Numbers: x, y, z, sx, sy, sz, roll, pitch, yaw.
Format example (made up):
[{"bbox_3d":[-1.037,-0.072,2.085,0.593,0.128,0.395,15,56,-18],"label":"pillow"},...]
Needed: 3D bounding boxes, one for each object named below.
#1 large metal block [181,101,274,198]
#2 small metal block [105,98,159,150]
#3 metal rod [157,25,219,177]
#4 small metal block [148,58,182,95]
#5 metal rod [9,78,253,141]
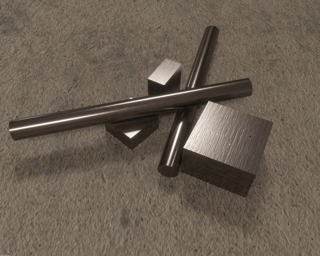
[{"bbox_3d":[0.079,0.023,0.369,0.080,0.050,0.080,20,53,16],"label":"large metal block"},{"bbox_3d":[-0.037,-0.006,0.408,0.050,0.025,0.050,35,58,25],"label":"small metal block"},{"bbox_3d":[0.050,-0.060,0.453,0.025,0.025,0.300,13,51,10],"label":"metal rod"},{"bbox_3d":[0.007,-0.061,0.439,0.025,0.050,0.050,24,54,18],"label":"small metal block"},{"bbox_3d":[-0.028,-0.026,0.391,0.302,0.025,0.025,-11,51,-9],"label":"metal rod"}]
